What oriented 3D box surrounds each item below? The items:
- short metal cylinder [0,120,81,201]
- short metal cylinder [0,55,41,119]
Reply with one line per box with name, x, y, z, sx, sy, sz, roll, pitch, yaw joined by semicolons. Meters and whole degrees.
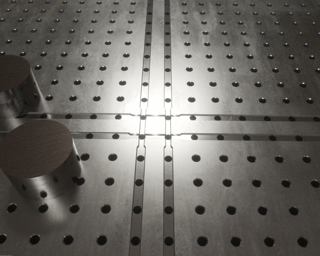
short metal cylinder;-0.137;0.037;0.359;0.081;0.050;0.080;0;50;0
short metal cylinder;-0.217;-0.058;0.438;0.081;0.050;0.080;0;50;0
